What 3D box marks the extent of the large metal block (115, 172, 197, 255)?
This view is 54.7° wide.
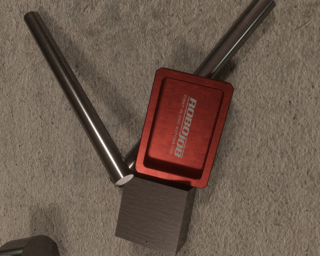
[{"bbox_3d":[-0.004,0.104,0.396,0.080,0.050,0.079,12,94,19],"label":"large metal block"}]

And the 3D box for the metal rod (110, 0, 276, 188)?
[{"bbox_3d":[0.033,-0.039,0.396,0.025,0.025,0.299,43,103,14],"label":"metal rod"}]

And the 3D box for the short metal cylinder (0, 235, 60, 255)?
[{"bbox_3d":[-0.191,0.199,0.445,0.050,0.080,0.080,-16,85,19],"label":"short metal cylinder"}]

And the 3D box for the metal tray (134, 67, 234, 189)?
[{"bbox_3d":[0.028,0.000,0.375,0.090,0.030,0.129,14,102,3],"label":"metal tray"}]

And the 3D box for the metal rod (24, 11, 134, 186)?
[{"bbox_3d":[-0.120,-0.054,0.423,0.025,0.025,0.299,-40,68,15],"label":"metal rod"}]
